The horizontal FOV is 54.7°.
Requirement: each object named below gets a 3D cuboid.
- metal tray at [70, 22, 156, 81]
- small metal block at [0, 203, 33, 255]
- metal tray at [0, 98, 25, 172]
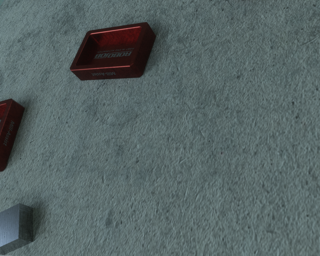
[{"bbox_3d":[-0.080,-0.127,0.520,0.130,0.030,0.090,2,63,29],"label":"metal tray"},{"bbox_3d":[-0.204,0.139,0.426,0.050,0.025,0.050,-26,53,12],"label":"small metal block"},{"bbox_3d":[-0.300,0.016,0.548,0.090,0.030,0.130,-10,57,22],"label":"metal tray"}]
